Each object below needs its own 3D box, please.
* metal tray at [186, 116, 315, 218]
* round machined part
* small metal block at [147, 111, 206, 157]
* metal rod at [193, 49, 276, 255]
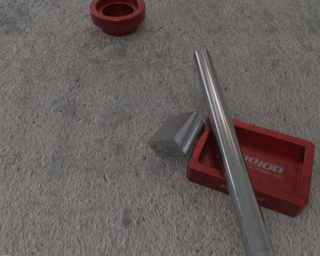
[{"bbox_3d":[0.107,0.039,0.367,0.130,0.030,0.090,18,52,14],"label":"metal tray"},{"bbox_3d":[-0.075,-0.203,0.563,0.099,0.042,0.098,0,50,0],"label":"round machined part"},{"bbox_3d":[0.020,0.008,0.379,0.050,0.025,0.050,-12,31,51],"label":"small metal block"},{"bbox_3d":[0.075,0.009,0.356,0.025,0.025,0.300,-4,50,-4],"label":"metal rod"}]
